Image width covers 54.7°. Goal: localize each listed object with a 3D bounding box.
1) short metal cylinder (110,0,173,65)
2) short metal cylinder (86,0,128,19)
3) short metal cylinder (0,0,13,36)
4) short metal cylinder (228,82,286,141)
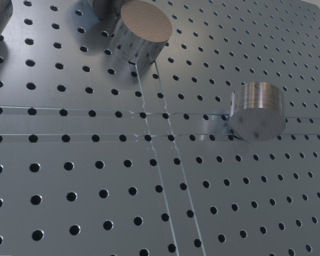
[{"bbox_3d":[-0.028,-0.143,0.463,0.081,0.050,0.080,14,56,-21],"label":"short metal cylinder"},{"bbox_3d":[-0.076,-0.210,0.460,0.081,0.080,0.050,-22,74,-36],"label":"short metal cylinder"},{"bbox_3d":[-0.212,-0.129,0.338,0.081,0.080,0.050,19,55,-18],"label":"short metal cylinder"},{"bbox_3d":[0.145,-0.023,0.465,0.080,0.080,0.050,24,53,-14],"label":"short metal cylinder"}]
